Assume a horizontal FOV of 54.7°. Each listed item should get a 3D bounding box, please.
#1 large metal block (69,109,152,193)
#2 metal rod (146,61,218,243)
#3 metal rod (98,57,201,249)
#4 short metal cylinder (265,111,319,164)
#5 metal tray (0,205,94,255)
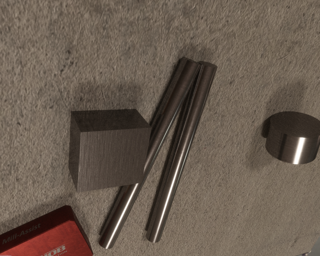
[{"bbox_3d":[-0.063,0.025,0.373,0.081,0.050,0.079,-4,120,-27],"label":"large metal block"},{"bbox_3d":[0.025,0.050,0.453,0.025,0.025,0.298,1,118,-29],"label":"metal rod"},{"bbox_3d":[-0.021,0.046,0.425,0.025,0.025,0.298,13,112,-34],"label":"metal rod"},{"bbox_3d":[0.216,0.014,0.501,0.081,0.080,0.050,-15,125,-21],"label":"short metal cylinder"},{"bbox_3d":[-0.167,0.169,0.418,0.131,0.030,0.089,-23,127,-15],"label":"metal tray"}]
